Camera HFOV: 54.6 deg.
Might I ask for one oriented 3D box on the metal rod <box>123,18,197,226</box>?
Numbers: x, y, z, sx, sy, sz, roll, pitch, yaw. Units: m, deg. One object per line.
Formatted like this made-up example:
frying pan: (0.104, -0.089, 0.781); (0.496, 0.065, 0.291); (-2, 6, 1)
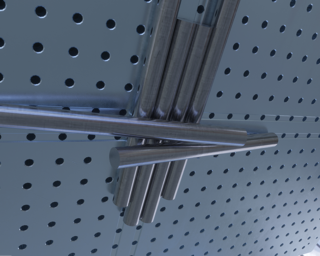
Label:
metal rod: (-0.008, 0.009, 0.411); (0.025, 0.025, 0.298); (1, 118, -29)

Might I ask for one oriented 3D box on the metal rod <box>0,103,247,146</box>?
metal rod: (-0.031, -0.001, 0.363); (0.302, 0.025, 0.025); (5, 116, -21)

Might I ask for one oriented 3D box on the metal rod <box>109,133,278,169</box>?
metal rod: (0.070, 0.027, 0.438); (0.302, 0.025, 0.025); (-3, 120, -37)

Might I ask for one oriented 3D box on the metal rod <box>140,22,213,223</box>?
metal rod: (0.014, 0.010, 0.425); (0.025, 0.025, 0.298); (1, 118, -29)

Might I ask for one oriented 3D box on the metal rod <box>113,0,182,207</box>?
metal rod: (-0.020, -0.026, 0.383); (0.025, 0.025, 0.298); (1, 118, -29)

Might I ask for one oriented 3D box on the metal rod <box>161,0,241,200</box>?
metal rod: (0.048, -0.028, 0.418); (0.025, 0.025, 0.298); (1, 118, -29)
